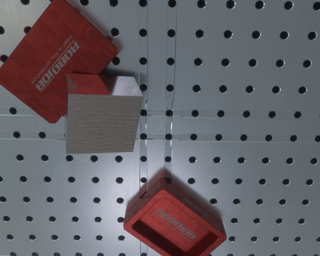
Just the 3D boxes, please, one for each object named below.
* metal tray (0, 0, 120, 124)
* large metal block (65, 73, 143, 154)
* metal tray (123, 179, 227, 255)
[{"bbox_3d":[-0.124,-0.080,0.380,0.090,0.030,0.130,42,105,-14],"label":"metal tray"},{"bbox_3d":[-0.071,-0.017,0.373,0.081,0.050,0.079,0,124,-20],"label":"large metal block"},{"bbox_3d":[0.023,0.148,0.465,0.130,0.030,0.090,39,105,-14],"label":"metal tray"}]
